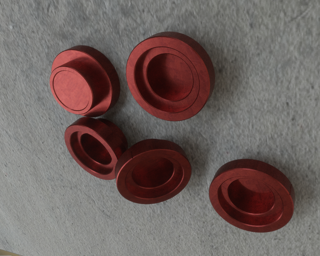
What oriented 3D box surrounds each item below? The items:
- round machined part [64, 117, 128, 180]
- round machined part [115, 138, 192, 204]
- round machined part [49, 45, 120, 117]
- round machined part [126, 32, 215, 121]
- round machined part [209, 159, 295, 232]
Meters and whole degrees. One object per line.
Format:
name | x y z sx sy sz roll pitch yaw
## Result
round machined part | -0.086 0.025 0.448 0.098 0.042 0.097 20 133 23
round machined part | -0.011 0.053 0.413 0.099 0.042 0.097 -8 127 -10
round machined part | -0.107 -0.057 0.415 0.098 0.042 0.097 13 124 20
round machined part | 0.015 -0.060 0.350 0.098 0.042 0.097 13 124 20
round machined part | 0.114 0.078 0.383 0.098 0.042 0.097 13 124 20
